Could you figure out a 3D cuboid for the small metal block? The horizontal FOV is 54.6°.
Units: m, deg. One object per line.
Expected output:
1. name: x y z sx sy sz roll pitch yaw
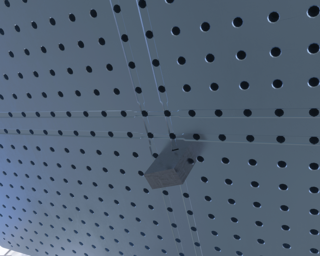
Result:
1. small metal block: 0.014 0.055 0.422 0.050 0.050 0.025 -17 109 35
